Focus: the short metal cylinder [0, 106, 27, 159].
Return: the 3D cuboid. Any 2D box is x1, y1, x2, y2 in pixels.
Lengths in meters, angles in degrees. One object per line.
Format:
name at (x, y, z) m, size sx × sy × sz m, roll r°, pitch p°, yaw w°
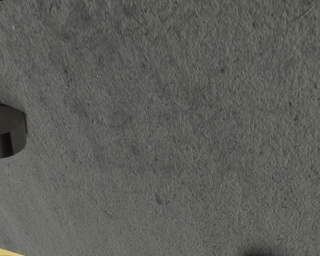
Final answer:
short metal cylinder at (-0.268, 0.006, 0.517) m, size 0.080 × 0.080 × 0.050 m, roll 23°, pitch 127°, yaw 14°
